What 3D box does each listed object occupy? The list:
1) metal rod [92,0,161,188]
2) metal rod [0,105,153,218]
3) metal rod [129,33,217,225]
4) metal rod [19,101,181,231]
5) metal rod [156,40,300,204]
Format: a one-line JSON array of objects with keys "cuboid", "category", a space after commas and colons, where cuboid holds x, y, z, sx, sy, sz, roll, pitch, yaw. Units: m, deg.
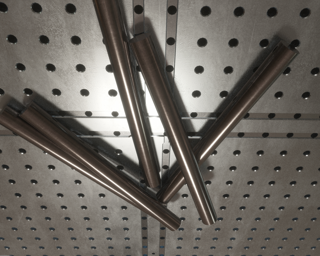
[{"cuboid": [-0.034, -0.029, 0.386, 0.025, 0.025, 0.298, -7, 130, 5], "category": "metal rod"}, {"cuboid": [-0.100, 0.065, 0.465, 0.025, 0.025, 0.301, -35, 123, 26], "category": "metal rod"}, {"cuboid": [0.028, 0.022, 0.406, 0.025, 0.025, 0.299, -15, 121, 12], "category": "metal rod"}, {"cuboid": [-0.071, 0.069, 0.455, 0.025, 0.025, 0.300, -33, 119, 24], "category": "metal rod"}, {"cuboid": [0.073, 0.013, 0.423, 0.025, 0.025, 0.298, 21, 127, -18], "category": "metal rod"}]
